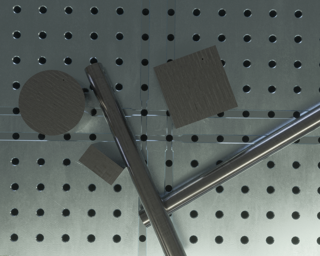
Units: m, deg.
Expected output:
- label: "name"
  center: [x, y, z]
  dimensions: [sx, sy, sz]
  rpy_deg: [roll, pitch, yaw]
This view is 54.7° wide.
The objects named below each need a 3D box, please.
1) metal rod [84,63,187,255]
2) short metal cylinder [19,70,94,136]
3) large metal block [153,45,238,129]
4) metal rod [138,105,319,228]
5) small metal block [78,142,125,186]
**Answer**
- label: "metal rod"
  center: [-0.027, 0.054, 0.394]
  dimensions: [0.025, 0.025, 0.299]
  rpy_deg: [-24, 83, 0]
- label: "short metal cylinder"
  center: [-0.131, -0.031, 0.400]
  dimensions: [0.081, 0.050, 0.079]
  rpy_deg: [0, 90, 0]
- label: "large metal block"
  center: [0.043, -0.050, 0.401]
  dimensions: [0.080, 0.050, 0.080]
  rpy_deg: [-20, 90, 0]
- label: "metal rod"
  center: [0.108, 0.046, 0.414]
  dimensions: [0.301, 0.025, 0.025]
  rpy_deg: [-30, 90, 0]
- label: "small metal block"
  center: [-0.071, 0.045, 0.400]
  dimensions: [0.050, 0.050, 0.025]
  rpy_deg: [37, 90, 0]
